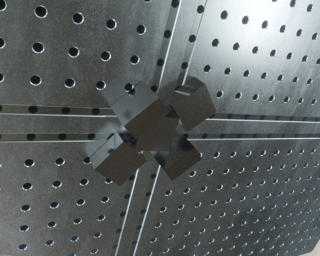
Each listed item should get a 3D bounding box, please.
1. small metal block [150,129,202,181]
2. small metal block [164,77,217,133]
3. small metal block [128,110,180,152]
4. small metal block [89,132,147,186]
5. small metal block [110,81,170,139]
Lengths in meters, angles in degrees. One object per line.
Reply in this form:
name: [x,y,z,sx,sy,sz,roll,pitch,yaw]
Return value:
small metal block: [0.021,0.037,0.428,0.050,0.050,0.025,-36,129,-4]
small metal block: [0.042,-0.031,0.414,0.050,0.025,0.050,-34,129,-5]
small metal block: [-0.008,0.003,0.407,0.050,0.025,0.050,4,115,-29]
small metal block: [-0.054,0.041,0.406,0.050,0.025,0.050,-44,130,2]
small metal block: [-0.025,-0.022,0.367,0.050,0.050,0.025,-39,130,-1]
